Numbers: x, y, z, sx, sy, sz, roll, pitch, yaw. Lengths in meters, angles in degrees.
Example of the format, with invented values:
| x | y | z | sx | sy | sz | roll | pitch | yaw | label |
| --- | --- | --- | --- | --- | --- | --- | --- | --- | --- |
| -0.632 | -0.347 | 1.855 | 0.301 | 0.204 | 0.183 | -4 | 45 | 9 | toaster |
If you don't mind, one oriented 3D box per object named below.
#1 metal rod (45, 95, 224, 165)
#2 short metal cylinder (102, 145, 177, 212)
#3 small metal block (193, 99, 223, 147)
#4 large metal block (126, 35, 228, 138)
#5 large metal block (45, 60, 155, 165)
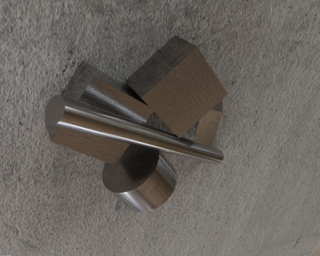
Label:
| x | y | z | sx | sy | sz | roll | pitch | yaw | label |
| --- | --- | --- | --- | --- | --- | --- | --- | --- | --- |
| 0.002 | 0.015 | 0.366 | 0.301 | 0.025 | 0.025 | 19 | 109 | -53 | metal rod |
| -0.025 | 0.059 | 0.395 | 0.080 | 0.080 | 0.050 | -38 | 130 | -3 | short metal cylinder |
| 0.065 | -0.011 | 0.418 | 0.025 | 0.050 | 0.050 | 15 | 116 | 4 | small metal block |
| 0.021 | -0.048 | 0.371 | 0.080 | 0.050 | 0.080 | -43 | 130 | 1 | large metal block |
| -0.068 | -0.015 | 0.346 | 0.080 | 0.050 | 0.080 | 28 | 103 | -38 | large metal block |
